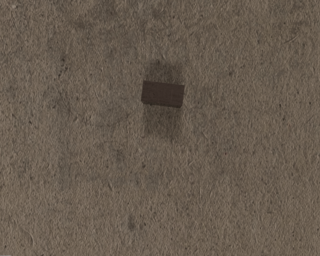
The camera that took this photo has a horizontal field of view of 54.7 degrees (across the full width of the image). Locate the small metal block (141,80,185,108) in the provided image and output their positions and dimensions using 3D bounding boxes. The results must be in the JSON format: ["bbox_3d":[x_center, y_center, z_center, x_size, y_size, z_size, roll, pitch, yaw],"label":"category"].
[{"bbox_3d":[0.003,-0.042,0.398,0.050,0.050,0.025,7,90,-1],"label":"small metal block"}]
